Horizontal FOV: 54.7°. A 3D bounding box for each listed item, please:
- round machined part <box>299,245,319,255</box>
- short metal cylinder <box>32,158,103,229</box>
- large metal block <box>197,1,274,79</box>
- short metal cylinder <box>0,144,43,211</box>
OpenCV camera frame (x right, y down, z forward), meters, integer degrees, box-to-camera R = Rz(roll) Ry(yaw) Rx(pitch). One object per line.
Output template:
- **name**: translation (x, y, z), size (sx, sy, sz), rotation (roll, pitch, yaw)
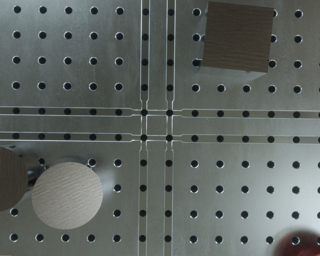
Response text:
- **round machined part**: translation (0.218, 0.200, 0.407), size (0.099, 0.042, 0.097), rotation (0, 90, 0)
- **short metal cylinder**: translation (-0.115, 0.079, 0.389), size (0.081, 0.050, 0.079), rotation (0, 91, -18)
- **large metal block**: translation (0.095, -0.111, 0.401), size (0.080, 0.050, 0.080), rotation (6, 90, 0)
- **short metal cylinder**: translation (-0.200, 0.062, 0.399), size (0.081, 0.050, 0.079), rotation (0, 90, 0)
